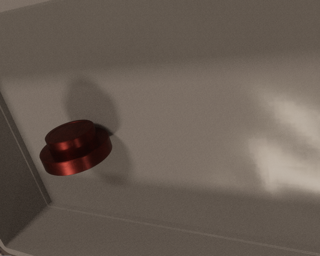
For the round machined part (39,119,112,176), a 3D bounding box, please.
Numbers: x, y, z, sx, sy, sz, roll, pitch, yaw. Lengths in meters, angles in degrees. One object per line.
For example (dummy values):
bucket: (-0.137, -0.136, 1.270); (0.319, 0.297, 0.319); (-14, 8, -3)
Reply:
round machined part: (-0.121, 0.021, 0.437); (0.098, 0.098, 0.042); (1, 119, 27)
